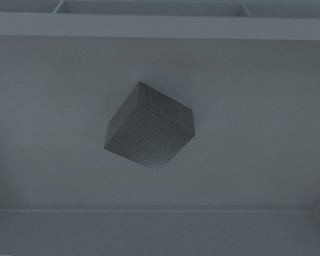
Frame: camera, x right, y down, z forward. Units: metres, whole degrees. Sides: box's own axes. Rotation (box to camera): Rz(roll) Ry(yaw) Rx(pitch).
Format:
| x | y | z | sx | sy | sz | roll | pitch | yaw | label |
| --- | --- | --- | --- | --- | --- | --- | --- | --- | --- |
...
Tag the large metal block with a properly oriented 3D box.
| x | y | z | sx | sy | sz | roll | pitch | yaw | label |
| --- | --- | --- | --- | --- | --- | --- | --- | --- | --- |
| -0.014 | 0.001 | 0.393 | 0.080 | 0.050 | 0.080 | 27 | 125 | -21 | large metal block |
